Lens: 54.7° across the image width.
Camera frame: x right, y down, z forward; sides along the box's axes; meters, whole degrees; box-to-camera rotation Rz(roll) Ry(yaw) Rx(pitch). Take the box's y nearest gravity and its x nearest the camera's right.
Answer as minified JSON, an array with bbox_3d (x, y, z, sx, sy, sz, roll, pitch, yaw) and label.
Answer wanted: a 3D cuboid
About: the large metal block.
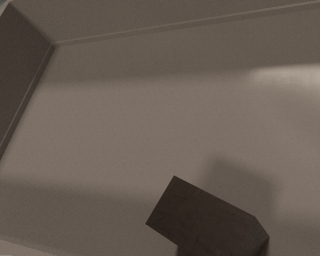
[{"bbox_3d":[0.047,0.095,0.287,0.080,0.080,0.050,22,74,36],"label":"large metal block"}]
